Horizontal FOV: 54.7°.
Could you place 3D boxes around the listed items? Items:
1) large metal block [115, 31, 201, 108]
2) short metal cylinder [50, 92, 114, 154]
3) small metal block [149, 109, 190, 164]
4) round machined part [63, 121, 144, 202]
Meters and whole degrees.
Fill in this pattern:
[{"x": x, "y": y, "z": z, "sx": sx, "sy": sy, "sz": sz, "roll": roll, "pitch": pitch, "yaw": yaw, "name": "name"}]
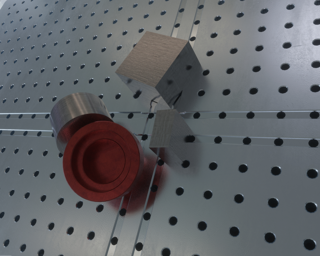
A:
[{"x": -0.003, "y": -0.086, "z": 0.447, "sx": 0.080, "sy": 0.050, "sz": 0.080, "roll": 26, "pitch": 76, "yaw": 37, "name": "large metal block"}, {"x": -0.106, "y": -0.002, "z": 0.428, "sx": 0.080, "sy": 0.080, "sz": 0.050, "roll": -37, "pitch": 47, "yaw": 3, "name": "short metal cylinder"}, {"x": 0.013, "y": 0.012, "z": 0.378, "sx": 0.025, "sy": 0.050, "sz": 0.050, "roll": -3, "pitch": 60, "yaw": 27, "name": "small metal block"}, {"x": -0.068, "y": 0.042, "z": 0.392, "sx": 0.098, "sy": 0.042, "sz": 0.098, "roll": -2, "pitch": 80, "yaw": 11, "name": "round machined part"}]
